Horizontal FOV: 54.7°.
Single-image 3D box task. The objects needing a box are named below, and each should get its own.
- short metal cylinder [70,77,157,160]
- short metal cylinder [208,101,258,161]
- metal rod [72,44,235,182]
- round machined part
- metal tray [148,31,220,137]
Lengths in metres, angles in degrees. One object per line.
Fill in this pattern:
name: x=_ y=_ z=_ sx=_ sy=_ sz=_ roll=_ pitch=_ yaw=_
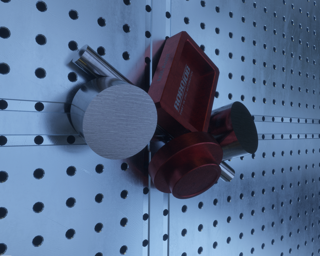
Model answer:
short metal cylinder: x=-0.050 y=-0.012 z=0.335 sx=0.081 sy=0.050 sz=0.079 roll=-10 pitch=111 yaw=-27
short metal cylinder: x=0.105 y=0.006 z=0.465 sx=0.080 sy=0.050 sz=0.080 roll=25 pitch=55 yaw=-42
metal rod: x=0.012 y=-0.003 z=0.419 sx=0.301 sy=0.025 sz=0.025 roll=38 pitch=67 yaw=-33
round machined part: x=0.038 y=0.054 z=0.395 sx=0.099 sy=0.042 sz=0.097 roll=-18 pitch=140 yaw=-15
metal tray: x=0.034 y=-0.053 z=0.415 sx=0.090 sy=0.030 sz=0.130 roll=39 pitch=53 yaw=-33
